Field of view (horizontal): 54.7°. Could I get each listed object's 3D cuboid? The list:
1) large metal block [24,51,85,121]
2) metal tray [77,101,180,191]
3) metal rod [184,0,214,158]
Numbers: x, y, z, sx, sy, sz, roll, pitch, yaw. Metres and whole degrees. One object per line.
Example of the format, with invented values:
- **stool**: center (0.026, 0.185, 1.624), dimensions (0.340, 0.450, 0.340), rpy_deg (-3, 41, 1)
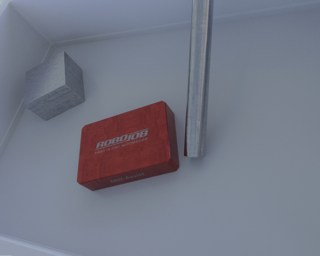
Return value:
- **large metal block**: center (-0.178, -0.070, 0.524), dimensions (0.080, 0.050, 0.080), rpy_deg (-25, 53, 13)
- **metal tray**: center (-0.044, 0.024, 0.409), dimensions (0.130, 0.030, 0.090), rpy_deg (-16, 55, 18)
- **metal rod**: center (0.048, -0.115, 0.362), dimensions (0.025, 0.025, 0.298), rpy_deg (4, 92, 29)
